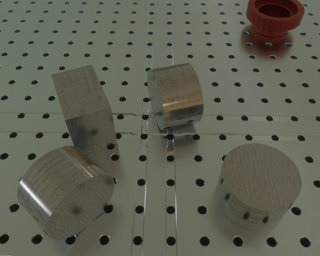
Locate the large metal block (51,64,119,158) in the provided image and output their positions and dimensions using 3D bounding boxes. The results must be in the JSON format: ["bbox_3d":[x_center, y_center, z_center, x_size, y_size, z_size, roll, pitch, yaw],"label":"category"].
[{"bbox_3d":[-0.092,-0.018,0.386,0.050,0.080,0.080,-18,53,-14],"label":"large metal block"}]

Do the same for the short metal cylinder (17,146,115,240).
[{"bbox_3d":[-0.094,0.065,0.316,0.050,0.080,0.080,36,59,26],"label":"short metal cylinder"}]

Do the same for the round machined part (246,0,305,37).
[{"bbox_3d":[0.208,-0.204,0.570,0.099,0.042,0.098,0,50,0],"label":"round machined part"}]

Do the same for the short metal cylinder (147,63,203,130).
[{"bbox_3d":[0.018,-0.042,0.407,0.050,0.080,0.080,-13,51,-11],"label":"short metal cylinder"}]

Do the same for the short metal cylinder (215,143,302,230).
[{"bbox_3d":[0.104,0.063,0.339,0.081,0.050,0.080,0,50,0],"label":"short metal cylinder"}]
